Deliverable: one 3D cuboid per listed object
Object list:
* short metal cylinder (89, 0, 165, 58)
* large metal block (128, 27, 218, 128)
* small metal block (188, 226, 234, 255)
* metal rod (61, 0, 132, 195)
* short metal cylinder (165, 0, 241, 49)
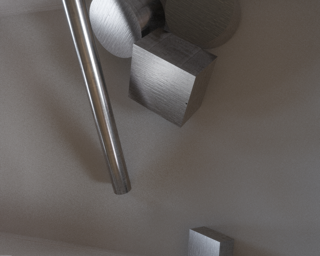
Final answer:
[{"bbox_3d":[-0.041,-0.136,0.390,0.080,0.050,0.079,24,137,24],"label":"short metal cylinder"},{"bbox_3d":[0.012,-0.060,0.371,0.080,0.050,0.079,32,140,17],"label":"large metal block"},{"bbox_3d":[0.060,0.153,0.376,0.050,0.025,0.050,4,89,52],"label":"small metal block"},{"bbox_3d":[-0.078,-0.050,0.373,0.025,0.025,0.298,-2,114,20],"label":"metal rod"},{"bbox_3d":[0.053,-0.139,0.373,0.080,0.050,0.079,3,98,21],"label":"short metal cylinder"}]
